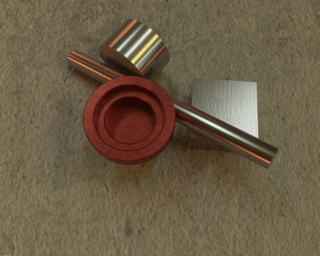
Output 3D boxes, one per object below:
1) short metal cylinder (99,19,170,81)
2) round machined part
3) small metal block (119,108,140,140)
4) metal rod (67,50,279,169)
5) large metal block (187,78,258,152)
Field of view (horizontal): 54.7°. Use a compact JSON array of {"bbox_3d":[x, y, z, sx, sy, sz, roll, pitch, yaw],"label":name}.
[{"bbox_3d":[-0.034,-0.097,0.415,0.080,0.080,0.050,36,74,12],"label":"short metal cylinder"},{"bbox_3d":[-0.033,-0.006,0.350,0.099,0.042,0.098,0,71,-1],"label":"round machined part"},{"bbox_3d":[-0.037,-0.002,0.397,0.025,0.050,0.050,-2,70,-1],"label":"small metal block"},{"bbox_3d":[-0.003,-0.034,0.382,0.300,0.025,0.025,29,72,24],"label":"metal rod"},{"bbox_3d":[0.079,-0.015,0.403,0.081,0.050,0.080,4,70,1],"label":"large metal block"}]
